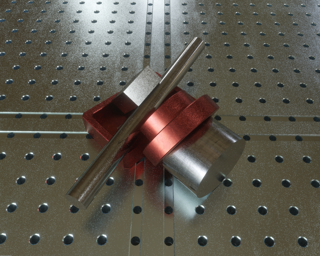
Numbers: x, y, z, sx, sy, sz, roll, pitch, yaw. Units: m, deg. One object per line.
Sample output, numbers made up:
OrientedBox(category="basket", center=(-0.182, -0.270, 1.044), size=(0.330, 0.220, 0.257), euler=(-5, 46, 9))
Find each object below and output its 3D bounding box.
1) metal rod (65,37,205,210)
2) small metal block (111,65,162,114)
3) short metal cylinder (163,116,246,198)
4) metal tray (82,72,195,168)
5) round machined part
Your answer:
OrientedBox(category="metal rod", center=(-0.013, -0.028, 0.391), size=(0.025, 0.025, 0.301), euler=(22, 53, 17))
OrientedBox(category="small metal block", center=(-0.031, -0.049, 0.404), size=(0.025, 0.050, 0.050), euler=(44, 66, -13))
OrientedBox(category="short metal cylinder", center=(0.049, 0.030, 0.345), size=(0.080, 0.080, 0.050), euler=(-36, 59, -27))
OrientedBox(category="metal tray", center=(-0.024, -0.017, 0.417), size=(0.131, 0.030, 0.090), euler=(-36, 59, -27))
OrientedBox(category="round machined part", center=(0.017, -0.005, 0.351), size=(0.099, 0.098, 0.042), euler=(-39, 82, -28))
